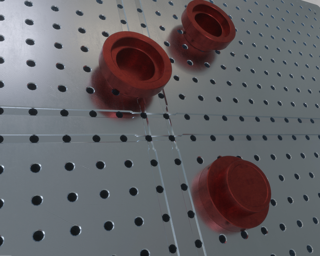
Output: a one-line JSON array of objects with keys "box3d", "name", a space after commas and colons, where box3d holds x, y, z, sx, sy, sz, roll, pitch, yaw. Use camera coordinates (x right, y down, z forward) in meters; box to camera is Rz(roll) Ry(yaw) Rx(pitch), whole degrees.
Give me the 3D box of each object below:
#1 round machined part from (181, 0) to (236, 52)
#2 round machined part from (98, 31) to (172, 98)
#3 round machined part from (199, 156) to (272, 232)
[{"box3d": [0.080, -0.174, 0.546, 0.099, 0.042, 0.098, 13, 56, -21], "name": "round machined part"}, {"box3d": [-0.037, -0.082, 0.427, 0.099, 0.042, 0.098, 13, 56, -21], "name": "round machined part"}, {"box3d": [0.104, 0.080, 0.403, 0.099, 0.042, 0.098, 13, 56, -21], "name": "round machined part"}]
